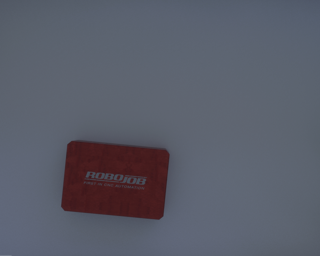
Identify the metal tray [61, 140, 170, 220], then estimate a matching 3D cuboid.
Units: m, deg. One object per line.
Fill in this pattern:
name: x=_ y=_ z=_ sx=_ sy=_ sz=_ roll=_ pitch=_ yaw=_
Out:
metal tray: x=-0.057 y=0.067 z=0.408 sx=0.131 sy=0.030 sz=0.089 roll=6 pitch=90 yaw=-1
